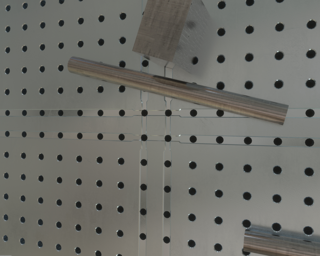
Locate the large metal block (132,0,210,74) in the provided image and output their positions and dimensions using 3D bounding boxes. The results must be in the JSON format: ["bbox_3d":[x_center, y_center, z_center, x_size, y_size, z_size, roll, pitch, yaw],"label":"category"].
[{"bbox_3d":[0.017,-0.117,0.377,0.050,0.080,0.080,20,97,18],"label":"large metal block"}]

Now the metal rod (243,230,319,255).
[{"bbox_3d":[0.244,0.147,0.326,0.301,0.025,0.025,4,92,19],"label":"metal rod"}]

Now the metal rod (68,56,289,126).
[{"bbox_3d":[0.009,-0.054,0.408,0.301,0.025,0.025,16,95,18],"label":"metal rod"}]
